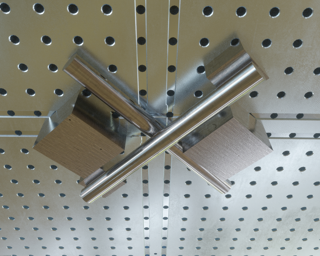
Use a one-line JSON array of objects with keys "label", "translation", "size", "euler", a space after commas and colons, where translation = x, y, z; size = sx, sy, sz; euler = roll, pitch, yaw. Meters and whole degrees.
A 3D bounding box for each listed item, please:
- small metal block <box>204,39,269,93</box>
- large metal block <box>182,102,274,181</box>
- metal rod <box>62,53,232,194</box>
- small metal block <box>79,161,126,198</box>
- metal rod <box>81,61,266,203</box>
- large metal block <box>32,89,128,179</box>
[{"label": "small metal block", "translation": [0.088, -0.064, 0.358], "size": [0.050, 0.025, 0.050], "euler": [-37, 122, 27]}, {"label": "large metal block", "translation": [0.086, 0.014, 0.408], "size": [0.080, 0.050, 0.080], "euler": [35, 122, -26]}, {"label": "metal rod", "translation": [0.001, 0.010, 0.418], "size": [0.025, 0.025, 0.301], "euler": [-35, 122, 26]}, {"label": "small metal block", "translation": [-0.087, 0.075, 0.475], "size": [0.050, 0.025, 0.050], "euler": [37, 121, -27]}, {"label": "metal rod", "translation": [-0.002, 0.020, 0.395], "size": [0.299, 0.025, 0.025], "euler": [-37, 121, 27]}, {"label": "large metal block", "translation": [-0.101, 0.010, 0.403], "size": [0.080, 0.050, 0.080], "euler": [-36, 122, 26]}]
